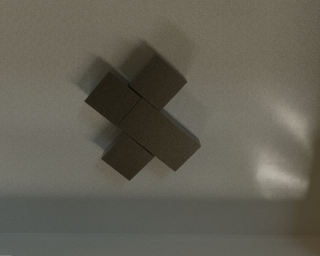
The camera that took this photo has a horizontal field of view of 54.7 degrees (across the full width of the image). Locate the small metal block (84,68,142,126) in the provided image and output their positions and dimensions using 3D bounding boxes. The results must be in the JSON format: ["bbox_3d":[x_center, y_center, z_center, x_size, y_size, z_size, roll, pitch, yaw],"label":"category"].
[{"bbox_3d":[-0.058,-0.039,0.394,0.050,0.025,0.050,40,105,-14],"label":"small metal block"}]

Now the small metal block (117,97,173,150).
[{"bbox_3d":[-0.019,-0.009,0.405,0.050,0.025,0.050,40,105,-14],"label":"small metal block"}]

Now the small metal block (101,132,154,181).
[{"bbox_3d":[-0.043,0.035,0.422,0.050,0.025,0.050,41,106,-14],"label":"small metal block"}]

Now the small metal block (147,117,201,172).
[{"bbox_3d":[0.018,0.022,0.417,0.050,0.025,0.050,40,105,-14],"label":"small metal block"}]

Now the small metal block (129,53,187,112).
[{"bbox_3d":[-0.002,-0.058,0.387,0.050,0.025,0.050,40,104,-14],"label":"small metal block"}]
